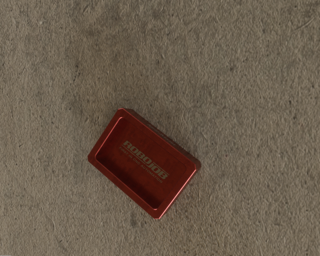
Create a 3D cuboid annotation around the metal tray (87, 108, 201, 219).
[{"bbox_3d":[-0.023,0.045,0.415,0.130,0.030,0.090,38,102,15],"label":"metal tray"}]
